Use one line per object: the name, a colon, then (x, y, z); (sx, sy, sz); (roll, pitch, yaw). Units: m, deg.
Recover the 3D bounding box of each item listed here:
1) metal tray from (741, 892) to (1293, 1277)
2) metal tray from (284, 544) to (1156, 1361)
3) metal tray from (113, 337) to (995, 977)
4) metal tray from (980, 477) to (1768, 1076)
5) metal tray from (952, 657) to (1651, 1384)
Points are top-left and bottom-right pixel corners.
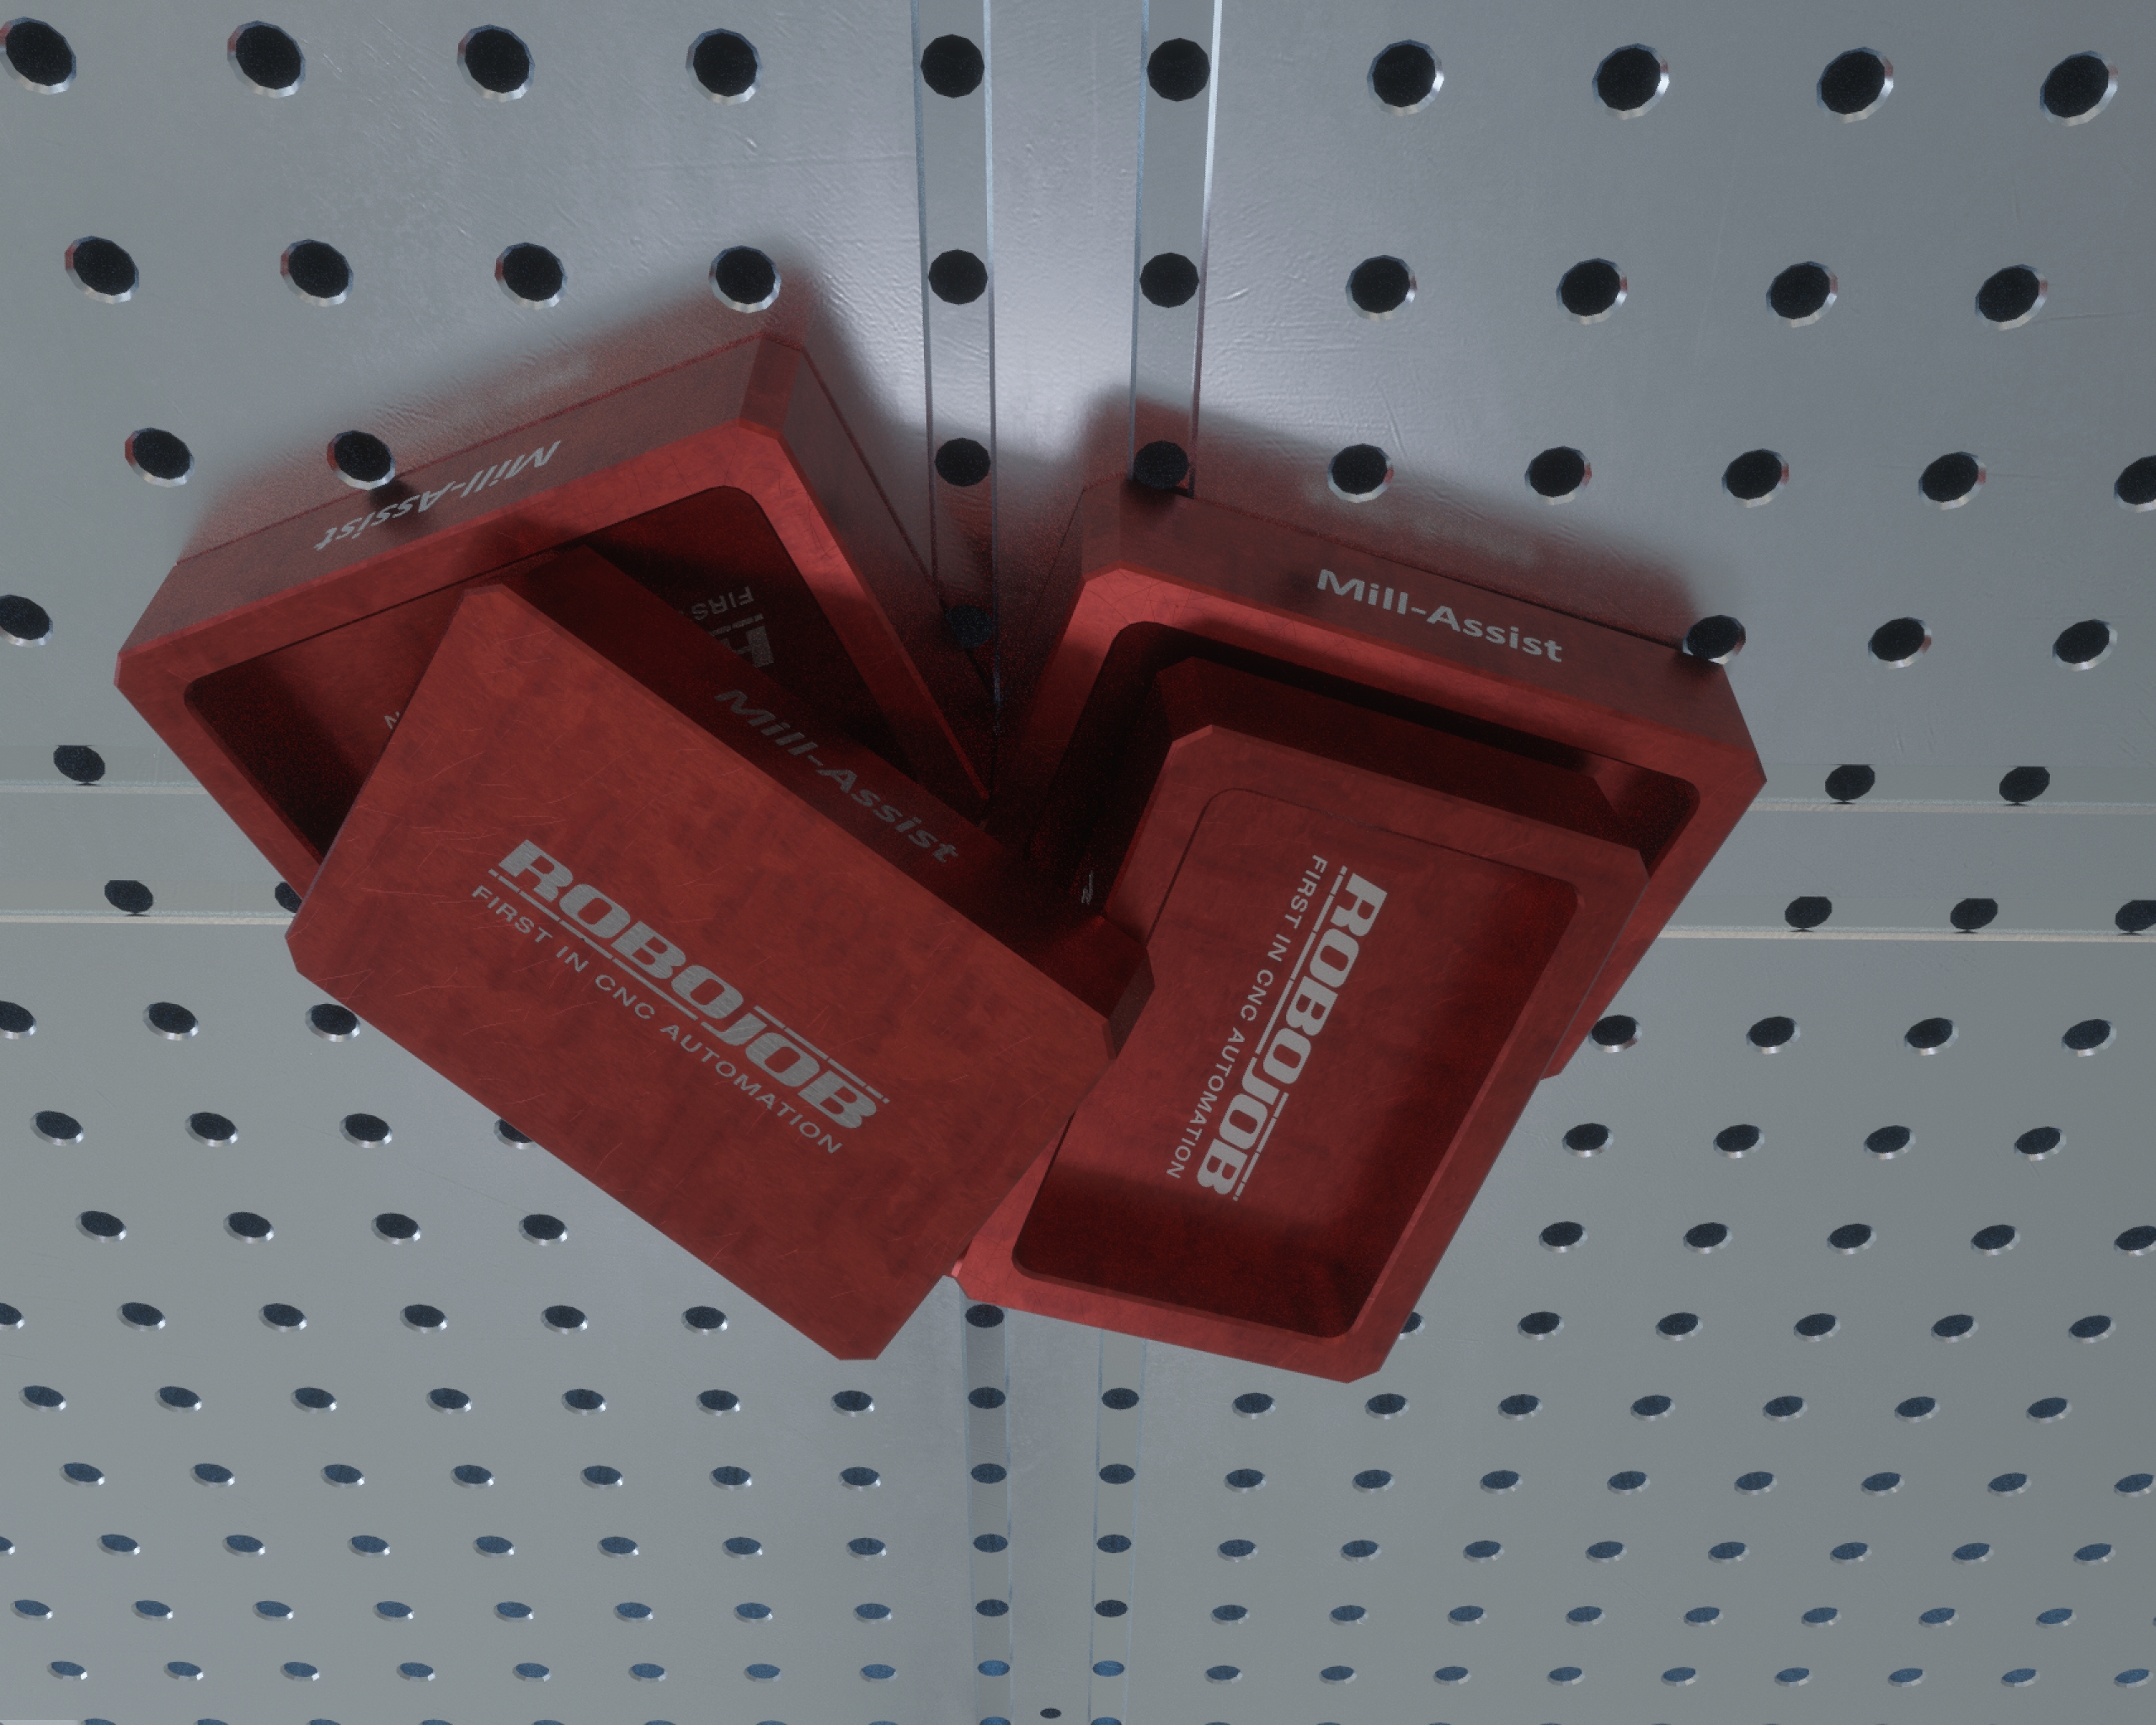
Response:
metal tray: (-0.019, 0.050, 0.450); (0.131, 0.030, 0.089); (20, 127, -17)
metal tray: (-0.064, 0.017, 0.369); (0.130, 0.030, 0.090); (36, 116, -1)
metal tray: (-0.092, -0.030, 0.381); (0.130, 0.030, 0.090); (-17, 128, 14)
metal tray: (0.050, -0.011, 0.397); (0.131, 0.030, 0.089); (15, 128, -12)
metal tray: (0.037, 0.034, 0.397); (0.091, 0.030, 0.129); (16, 117, -13)
